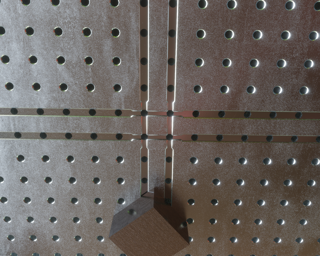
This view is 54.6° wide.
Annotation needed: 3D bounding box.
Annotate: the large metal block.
[{"bbox_3d":[-0.015,0.149,0.455,0.080,0.050,0.080,-37,106,12],"label":"large metal block"}]
